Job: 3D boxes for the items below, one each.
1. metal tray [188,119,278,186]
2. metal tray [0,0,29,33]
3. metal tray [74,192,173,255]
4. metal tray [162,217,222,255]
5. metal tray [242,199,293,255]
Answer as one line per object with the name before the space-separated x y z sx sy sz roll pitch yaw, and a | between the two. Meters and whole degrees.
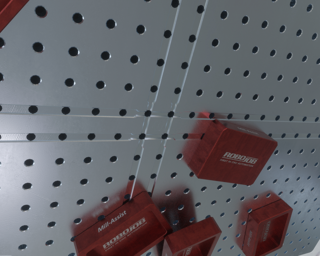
metal tray | 0.119 0.043 0.499 0.131 0.030 0.090 14 111 -34
metal tray | -0.130 -0.151 0.243 0.130 0.030 0.090 -46 129 4
metal tray | -0.053 0.167 0.481 0.130 0.030 0.090 -33 129 -7
metal tray | 0.051 0.213 0.544 0.091 0.030 0.129 -17 141 -19
metal tray | 0.230 0.223 0.669 0.091 0.030 0.129 -15 125 -20
